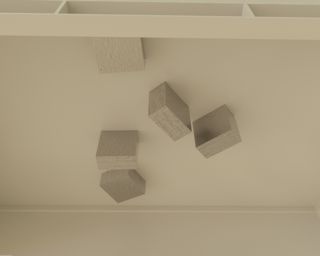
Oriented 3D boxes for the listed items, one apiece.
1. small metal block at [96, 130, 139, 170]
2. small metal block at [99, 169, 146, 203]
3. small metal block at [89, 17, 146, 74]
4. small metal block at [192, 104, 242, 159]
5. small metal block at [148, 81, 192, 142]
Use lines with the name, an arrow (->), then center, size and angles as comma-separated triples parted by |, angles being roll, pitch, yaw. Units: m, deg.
small metal block -> -0.056, 0.029, 0.417 | 0.050, 0.050, 0.025 | -1, 130, 0
small metal block -> -0.057, 0.087, 0.482 | 0.050, 0.025, 0.050 | -23, 127, 18
small metal block -> -0.044, -0.088, 0.333 | 0.050, 0.025, 0.050 | -4, 130, 3
small metal block -> 0.072, 0.004, 0.397 | 0.050, 0.050, 0.025 | -30, 124, 23
small metal block -> 0.012, -0.020, 0.375 | 0.025, 0.050, 0.050 | -31, 124, 24
